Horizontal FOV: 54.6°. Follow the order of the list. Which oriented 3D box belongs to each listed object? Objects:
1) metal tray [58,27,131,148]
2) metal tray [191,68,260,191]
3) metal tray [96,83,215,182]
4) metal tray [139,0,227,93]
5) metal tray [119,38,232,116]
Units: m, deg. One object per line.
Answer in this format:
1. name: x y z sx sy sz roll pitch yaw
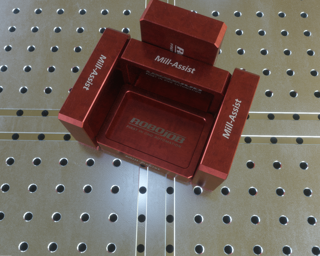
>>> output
1. metal tray: -0.074 -0.048 0.394 0.030 0.090 0.130 21 71 7
2. metal tray: 0.078 0.005 0.375 0.030 0.090 0.130 21 71 7
3. metal tray: -0.005 0.005 0.407 0.130 0.030 0.090 21 71 7
4. metal tray: 0.025 -0.093 0.389 0.090 0.130 0.030 21 72 7
5. metal tray: 0.017 -0.058 0.398 0.130 0.090 0.030 21 72 7
